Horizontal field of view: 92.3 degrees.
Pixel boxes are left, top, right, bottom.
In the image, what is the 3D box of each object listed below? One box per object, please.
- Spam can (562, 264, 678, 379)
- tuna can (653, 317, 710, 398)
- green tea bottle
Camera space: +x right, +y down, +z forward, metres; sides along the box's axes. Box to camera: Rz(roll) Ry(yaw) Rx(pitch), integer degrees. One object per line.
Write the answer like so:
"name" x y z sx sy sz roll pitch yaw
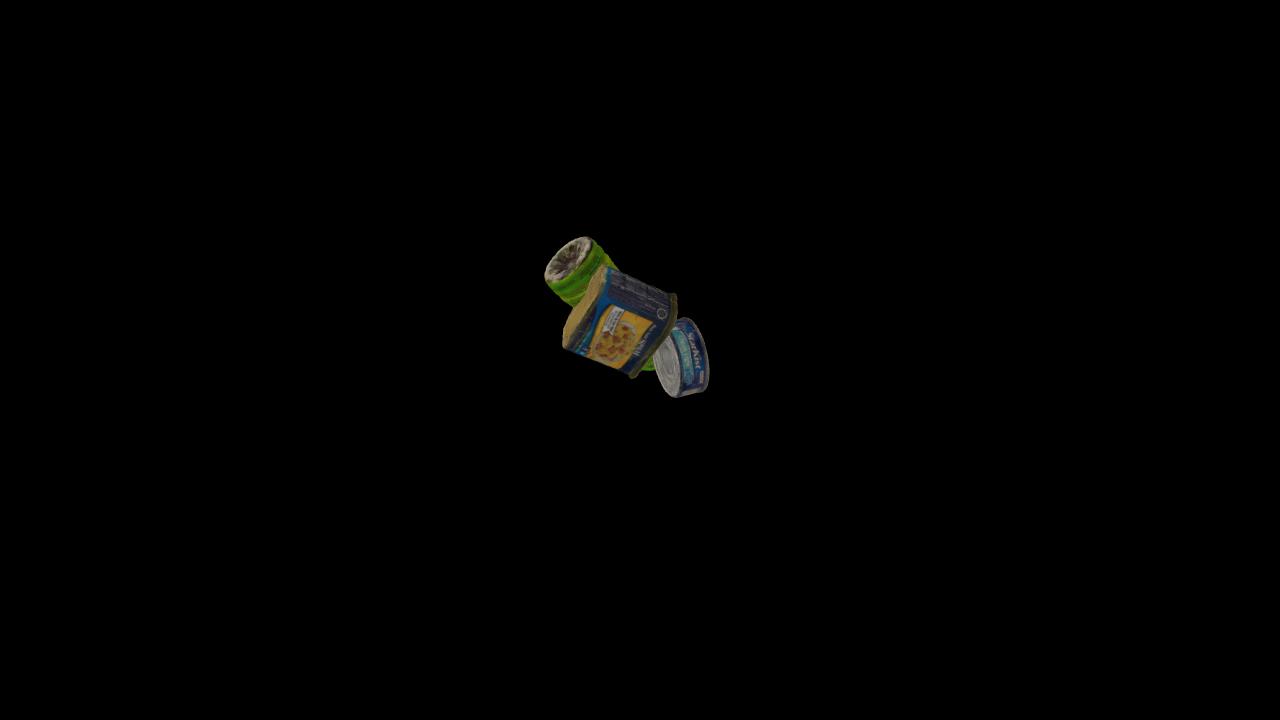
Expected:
"Spam can" -0.023 -0.039 0.632 0.085 0.058 0.101 21 -50 -19
"tuna can" 0.042 -0.002 0.661 0.034 0.084 0.084 -12 4 -17
"green tea bottle" -0.015 -0.043 0.697 0.073 0.073 0.212 0 -38 48
